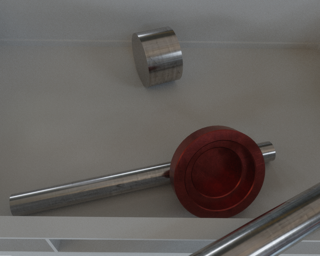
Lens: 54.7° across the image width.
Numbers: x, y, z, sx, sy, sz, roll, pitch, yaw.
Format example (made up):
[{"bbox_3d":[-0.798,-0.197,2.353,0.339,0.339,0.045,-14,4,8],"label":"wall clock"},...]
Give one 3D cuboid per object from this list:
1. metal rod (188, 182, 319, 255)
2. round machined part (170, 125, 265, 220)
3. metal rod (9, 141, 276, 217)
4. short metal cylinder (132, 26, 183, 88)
[{"bbox_3d":[0.088,0.060,0.202,0.302,0.025,0.025,-22,54,-18],"label":"metal rod"},{"bbox_3d":[0.058,0.045,0.334,0.099,0.097,0.042,-11,14,-9],"label":"round machined part"},{"bbox_3d":[-0.011,0.056,0.357,0.302,0.025,0.025,-11,51,-9],"label":"metal rod"},{"bbox_3d":[-0.005,-0.104,0.457,0.050,0.080,0.080,-16,52,-13],"label":"short metal cylinder"}]
